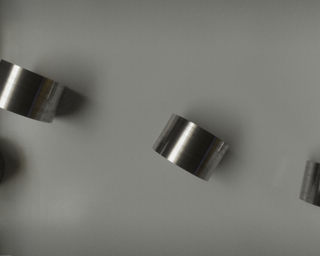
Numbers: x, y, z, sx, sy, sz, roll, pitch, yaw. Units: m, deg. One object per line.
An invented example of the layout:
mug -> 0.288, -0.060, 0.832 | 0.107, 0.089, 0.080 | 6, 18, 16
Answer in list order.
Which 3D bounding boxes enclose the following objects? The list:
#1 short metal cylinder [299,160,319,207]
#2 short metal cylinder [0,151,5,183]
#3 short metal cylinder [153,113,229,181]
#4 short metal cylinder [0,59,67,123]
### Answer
short metal cylinder -> 0.222, 0.074, 0.387 | 0.080, 0.080, 0.050 | 11, 90, -1
short metal cylinder -> -0.251, 0.053, 0.396 | 0.081, 0.050, 0.079 | 0, 90, -1
short metal cylinder -> 0.038, 0.024, 0.384 | 0.080, 0.080, 0.050 | 31, 90, -1
short metal cylinder -> -0.163, -0.044, 0.382 | 0.080, 0.080, 0.050 | 23, 90, -1
